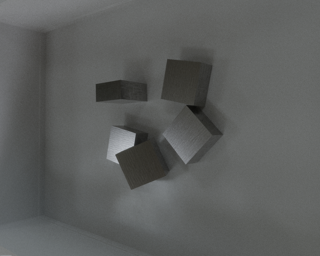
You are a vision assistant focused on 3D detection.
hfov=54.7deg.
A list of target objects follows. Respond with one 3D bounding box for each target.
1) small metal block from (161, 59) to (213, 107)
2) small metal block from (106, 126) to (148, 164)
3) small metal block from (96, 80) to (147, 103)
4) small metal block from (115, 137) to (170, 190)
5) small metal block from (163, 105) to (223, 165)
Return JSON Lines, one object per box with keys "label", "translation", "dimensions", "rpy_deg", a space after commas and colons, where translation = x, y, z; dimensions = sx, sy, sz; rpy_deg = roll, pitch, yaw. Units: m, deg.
{"label": "small metal block", "translation": [0.032, -0.056, 0.379], "dimensions": [0.050, 0.025, 0.050], "rpy_deg": [16, 100, 38]}
{"label": "small metal block", "translation": [-0.047, 0.026, 0.444], "dimensions": [0.050, 0.025, 0.050], "rpy_deg": [16, 100, 38]}
{"label": "small metal block", "translation": [-0.053, -0.049, 0.432], "dimensions": [0.050, 0.050, 0.025], "rpy_deg": [-2, 89, 39]}
{"label": "small metal block", "translation": [-0.022, 0.046, 0.404], "dimensions": [0.050, 0.025, 0.050], "rpy_deg": [-24, 90, 13]}
{"label": "small metal block", "translation": [0.039, 0.008, 0.374], "dimensions": [0.050, 0.025, 0.050], "rpy_deg": [-52, 60, 27]}
